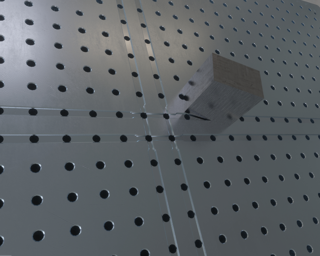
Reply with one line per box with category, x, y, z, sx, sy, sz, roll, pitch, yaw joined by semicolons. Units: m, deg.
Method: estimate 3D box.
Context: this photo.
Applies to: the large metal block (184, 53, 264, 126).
large metal block;0.090;-0.053;0.453;0.080;0.080;0.050;16;56;-19
